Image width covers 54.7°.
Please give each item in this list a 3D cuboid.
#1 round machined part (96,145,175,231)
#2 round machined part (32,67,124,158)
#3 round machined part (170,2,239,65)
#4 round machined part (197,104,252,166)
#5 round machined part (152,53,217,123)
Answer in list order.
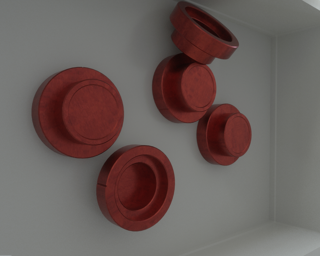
[{"bbox_3d":[-0.032,0.068,0.368,0.099,0.042,0.097,0,90,-40],"label":"round machined part"},{"bbox_3d":[-0.079,-0.016,0.329,0.099,0.042,0.097,0,90,-40],"label":"round machined part"},{"bbox_3d":[0.054,-0.124,0.419,0.099,0.042,0.098,25,35,-18],"label":"round machined part"},{"bbox_3d":[0.106,0.010,0.484,0.099,0.042,0.097,0,90,-40],"label":"round machined part"},{"bbox_3d":[0.040,-0.055,0.429,0.099,0.042,0.097,0,90,-40],"label":"round machined part"}]
